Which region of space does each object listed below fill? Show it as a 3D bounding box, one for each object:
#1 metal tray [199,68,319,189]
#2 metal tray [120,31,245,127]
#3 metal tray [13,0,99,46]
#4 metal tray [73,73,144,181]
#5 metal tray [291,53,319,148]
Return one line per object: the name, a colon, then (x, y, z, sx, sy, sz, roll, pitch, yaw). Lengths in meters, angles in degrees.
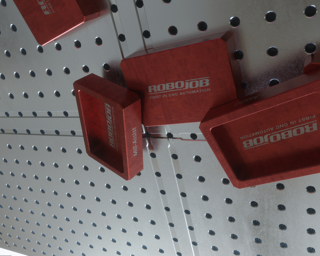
metal tray: (0.117, 0.007, 0.310, 0.130, 0.030, 0.090, -21, 108, 35)
metal tray: (0.026, -0.052, 0.361, 0.130, 0.030, 0.090, -5, 116, 30)
metal tray: (-0.142, -0.176, 0.371, 0.090, 0.030, 0.129, -14, 111, 33)
metal tray: (-0.067, 0.001, 0.419, 0.090, 0.030, 0.129, 27, 135, 29)
metal tray: (0.200, -0.018, 0.292, 0.130, 0.030, 0.089, 11, 123, 22)
